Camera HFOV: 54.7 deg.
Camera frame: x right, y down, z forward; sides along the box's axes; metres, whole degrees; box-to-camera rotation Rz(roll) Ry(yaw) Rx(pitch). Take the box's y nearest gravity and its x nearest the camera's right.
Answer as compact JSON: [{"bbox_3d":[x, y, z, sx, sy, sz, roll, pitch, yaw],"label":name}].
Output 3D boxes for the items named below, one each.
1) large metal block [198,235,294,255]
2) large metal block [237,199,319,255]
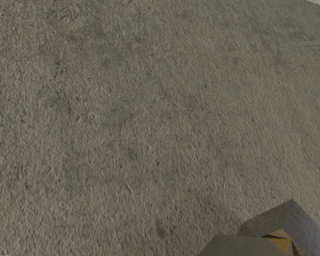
[{"bbox_3d":[0.082,0.145,0.299,0.080,0.080,0.050,-10,92,-60],"label":"large metal block"},{"bbox_3d":[0.144,0.141,0.356,0.080,0.080,0.050,46,43,4],"label":"large metal block"}]
